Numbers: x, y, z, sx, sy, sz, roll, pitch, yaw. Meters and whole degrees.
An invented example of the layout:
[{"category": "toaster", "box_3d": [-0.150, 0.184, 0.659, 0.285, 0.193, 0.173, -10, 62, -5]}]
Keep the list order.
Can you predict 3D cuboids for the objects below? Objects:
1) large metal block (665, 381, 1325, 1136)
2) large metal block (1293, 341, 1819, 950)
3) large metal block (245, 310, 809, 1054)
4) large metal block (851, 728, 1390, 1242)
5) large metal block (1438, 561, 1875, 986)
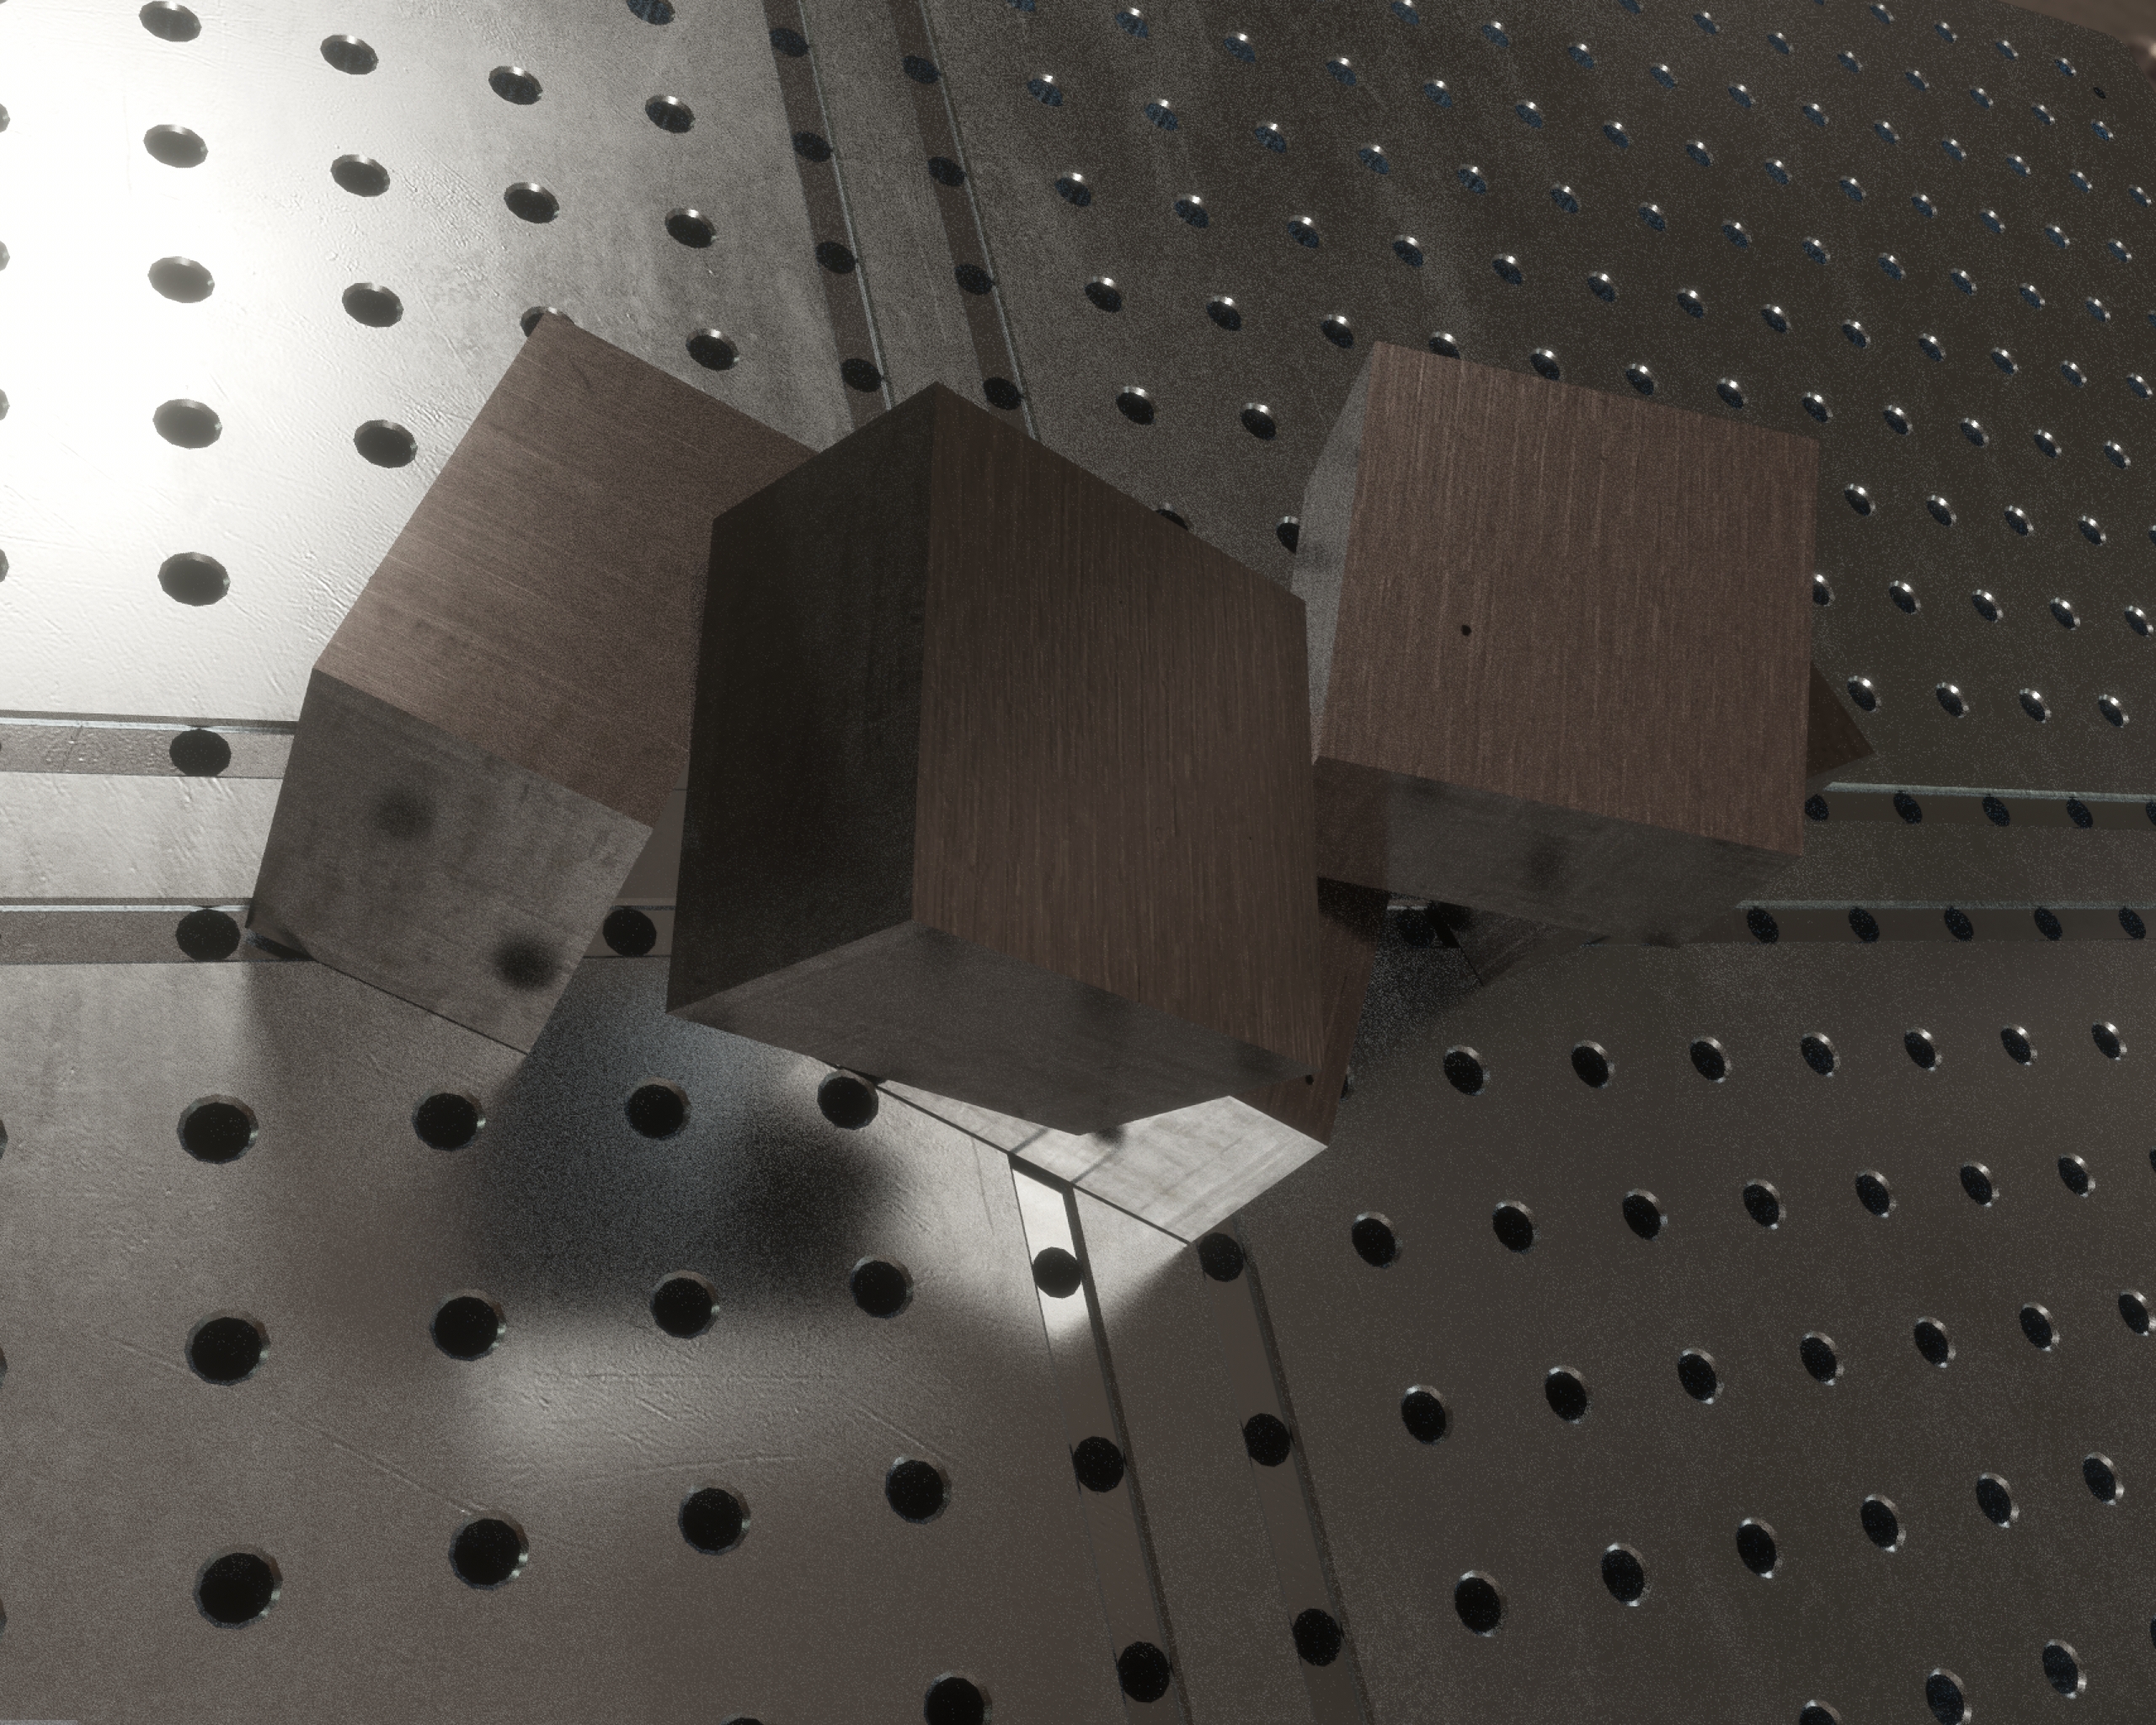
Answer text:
[{"category": "large metal block", "box_3d": [-0.010, -0.011, 0.311, 0.080, 0.050, 0.080, 23, 57, -41]}, {"category": "large metal block", "box_3d": [0.081, -0.037, 0.371, 0.081, 0.050, 0.080, 12, 68, -4]}, {"category": "large metal block", "box_3d": [-0.089, -0.028, 0.342, 0.050, 0.080, 0.080, 27, 52, -12]}, {"category": "large metal block", "box_3d": [0.008, 0.012, 0.390, 0.080, 0.050, 0.080, 28, 52, -11]}, {"category": "large metal block", "box_3d": [0.107, -0.031, 0.452, 0.050, 0.080, 0.080, -18, 71, -35]}]
